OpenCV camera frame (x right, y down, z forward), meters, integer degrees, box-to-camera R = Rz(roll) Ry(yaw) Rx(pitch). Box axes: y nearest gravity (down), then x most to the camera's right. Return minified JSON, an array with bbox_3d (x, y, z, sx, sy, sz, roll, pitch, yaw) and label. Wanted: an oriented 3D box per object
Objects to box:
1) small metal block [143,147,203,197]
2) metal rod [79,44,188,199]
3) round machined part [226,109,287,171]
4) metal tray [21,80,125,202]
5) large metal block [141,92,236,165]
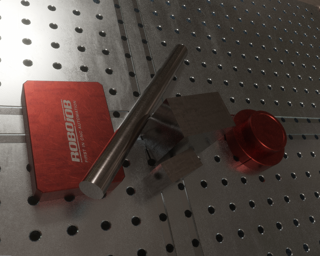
[{"bbox_3d":[0.015,0.053,0.370,0.050,0.050,0.025,-23,75,-37],"label":"small metal block"},{"bbox_3d":[-0.015,-0.034,0.396,0.025,0.025,0.301,34,43,-6],"label":"metal rod"},{"bbox_3d":[0.153,0.012,0.475,0.099,0.042,0.098,14,56,-21],"label":"round machined part"},{"bbox_3d":[-0.099,0.009,0.347,0.091,0.030,0.130,-3,63,-30],"label":"metal tray"},{"bbox_3d":[0.033,0.000,0.392,0.081,0.080,0.050,-11,68,-33],"label":"large metal block"}]
